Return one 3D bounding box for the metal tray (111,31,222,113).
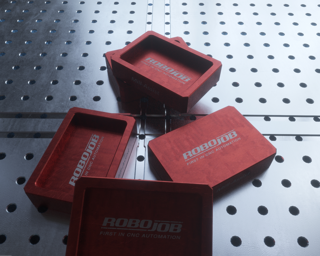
[{"bbox_3d":[0.008,-0.083,0.434,0.130,0.030,0.090,31,56,23],"label":"metal tray"}]

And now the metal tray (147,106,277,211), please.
[{"bbox_3d":[0.062,0.032,0.379,0.131,0.030,0.090,-24,54,-19],"label":"metal tray"}]

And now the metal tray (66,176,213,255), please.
[{"bbox_3d":[-0.017,0.096,0.296,0.131,0.030,0.090,4,74,-2],"label":"metal tray"}]

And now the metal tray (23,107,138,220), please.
[{"bbox_3d":[-0.088,0.036,0.372,0.090,0.030,0.130,10,51,8],"label":"metal tray"}]

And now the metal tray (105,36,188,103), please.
[{"bbox_3d":[-0.010,-0.094,0.483,0.131,0.030,0.090,-16,52,-14],"label":"metal tray"}]
